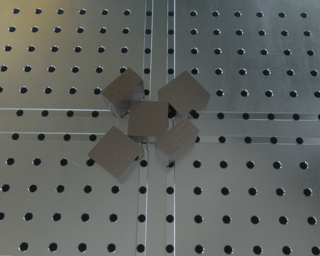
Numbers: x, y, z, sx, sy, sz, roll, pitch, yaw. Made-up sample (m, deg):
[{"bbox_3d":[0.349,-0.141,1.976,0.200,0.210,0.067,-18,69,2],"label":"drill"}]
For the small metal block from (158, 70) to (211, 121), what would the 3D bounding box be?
[{"bbox_3d":[0.033,-0.043,0.428,0.050,0.025,0.050,-38,75,-12],"label":"small metal block"}]

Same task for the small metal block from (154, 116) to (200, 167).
[{"bbox_3d":[0.020,0.018,0.392,0.050,0.050,0.025,-40,75,-13],"label":"small metal block"}]

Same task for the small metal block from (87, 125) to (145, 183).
[{"bbox_3d":[-0.056,0.034,0.399,0.050,0.025,0.050,36,73,12],"label":"small metal block"}]

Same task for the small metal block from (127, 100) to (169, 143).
[{"bbox_3d":[-0.015,-0.008,0.414,0.050,0.025,0.050,3,69,2],"label":"small metal block"}]

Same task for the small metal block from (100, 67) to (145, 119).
[{"bbox_3d":[-0.048,-0.045,0.414,0.025,0.050,0.050,42,76,13],"label":"small metal block"}]
